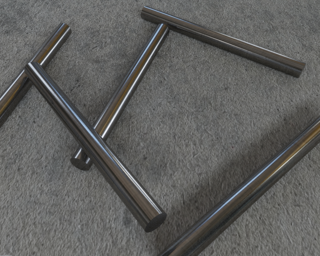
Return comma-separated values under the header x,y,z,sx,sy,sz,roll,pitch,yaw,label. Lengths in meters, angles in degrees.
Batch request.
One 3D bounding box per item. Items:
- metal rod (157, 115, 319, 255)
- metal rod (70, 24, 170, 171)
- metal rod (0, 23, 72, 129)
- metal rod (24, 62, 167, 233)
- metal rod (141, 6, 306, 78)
x,y,z,sx,sy,sz,roll,pitch,yaw,label
0.117,0.059,0.354,0.302,0.025,0.025,-33,57,-25,metal rod
-0.045,-0.065,0.457,0.025,0.025,0.301,15,51,12,metal rod
-0.204,-0.063,0.454,0.025,0.025,0.300,11,51,9,metal rod
-0.094,0.001,0.368,0.025,0.025,0.300,-30,53,-23,metal rod
0.095,-0.153,0.532,0.300,0.025,0.025,28,55,21,metal rod
